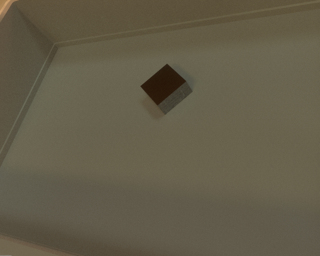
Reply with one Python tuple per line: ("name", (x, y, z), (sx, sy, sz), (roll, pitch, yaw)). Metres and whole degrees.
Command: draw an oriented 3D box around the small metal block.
("small metal block", (0.009, -0.055, 0.436), (0.050, 0.025, 0.050), (-40, 51, 1))
